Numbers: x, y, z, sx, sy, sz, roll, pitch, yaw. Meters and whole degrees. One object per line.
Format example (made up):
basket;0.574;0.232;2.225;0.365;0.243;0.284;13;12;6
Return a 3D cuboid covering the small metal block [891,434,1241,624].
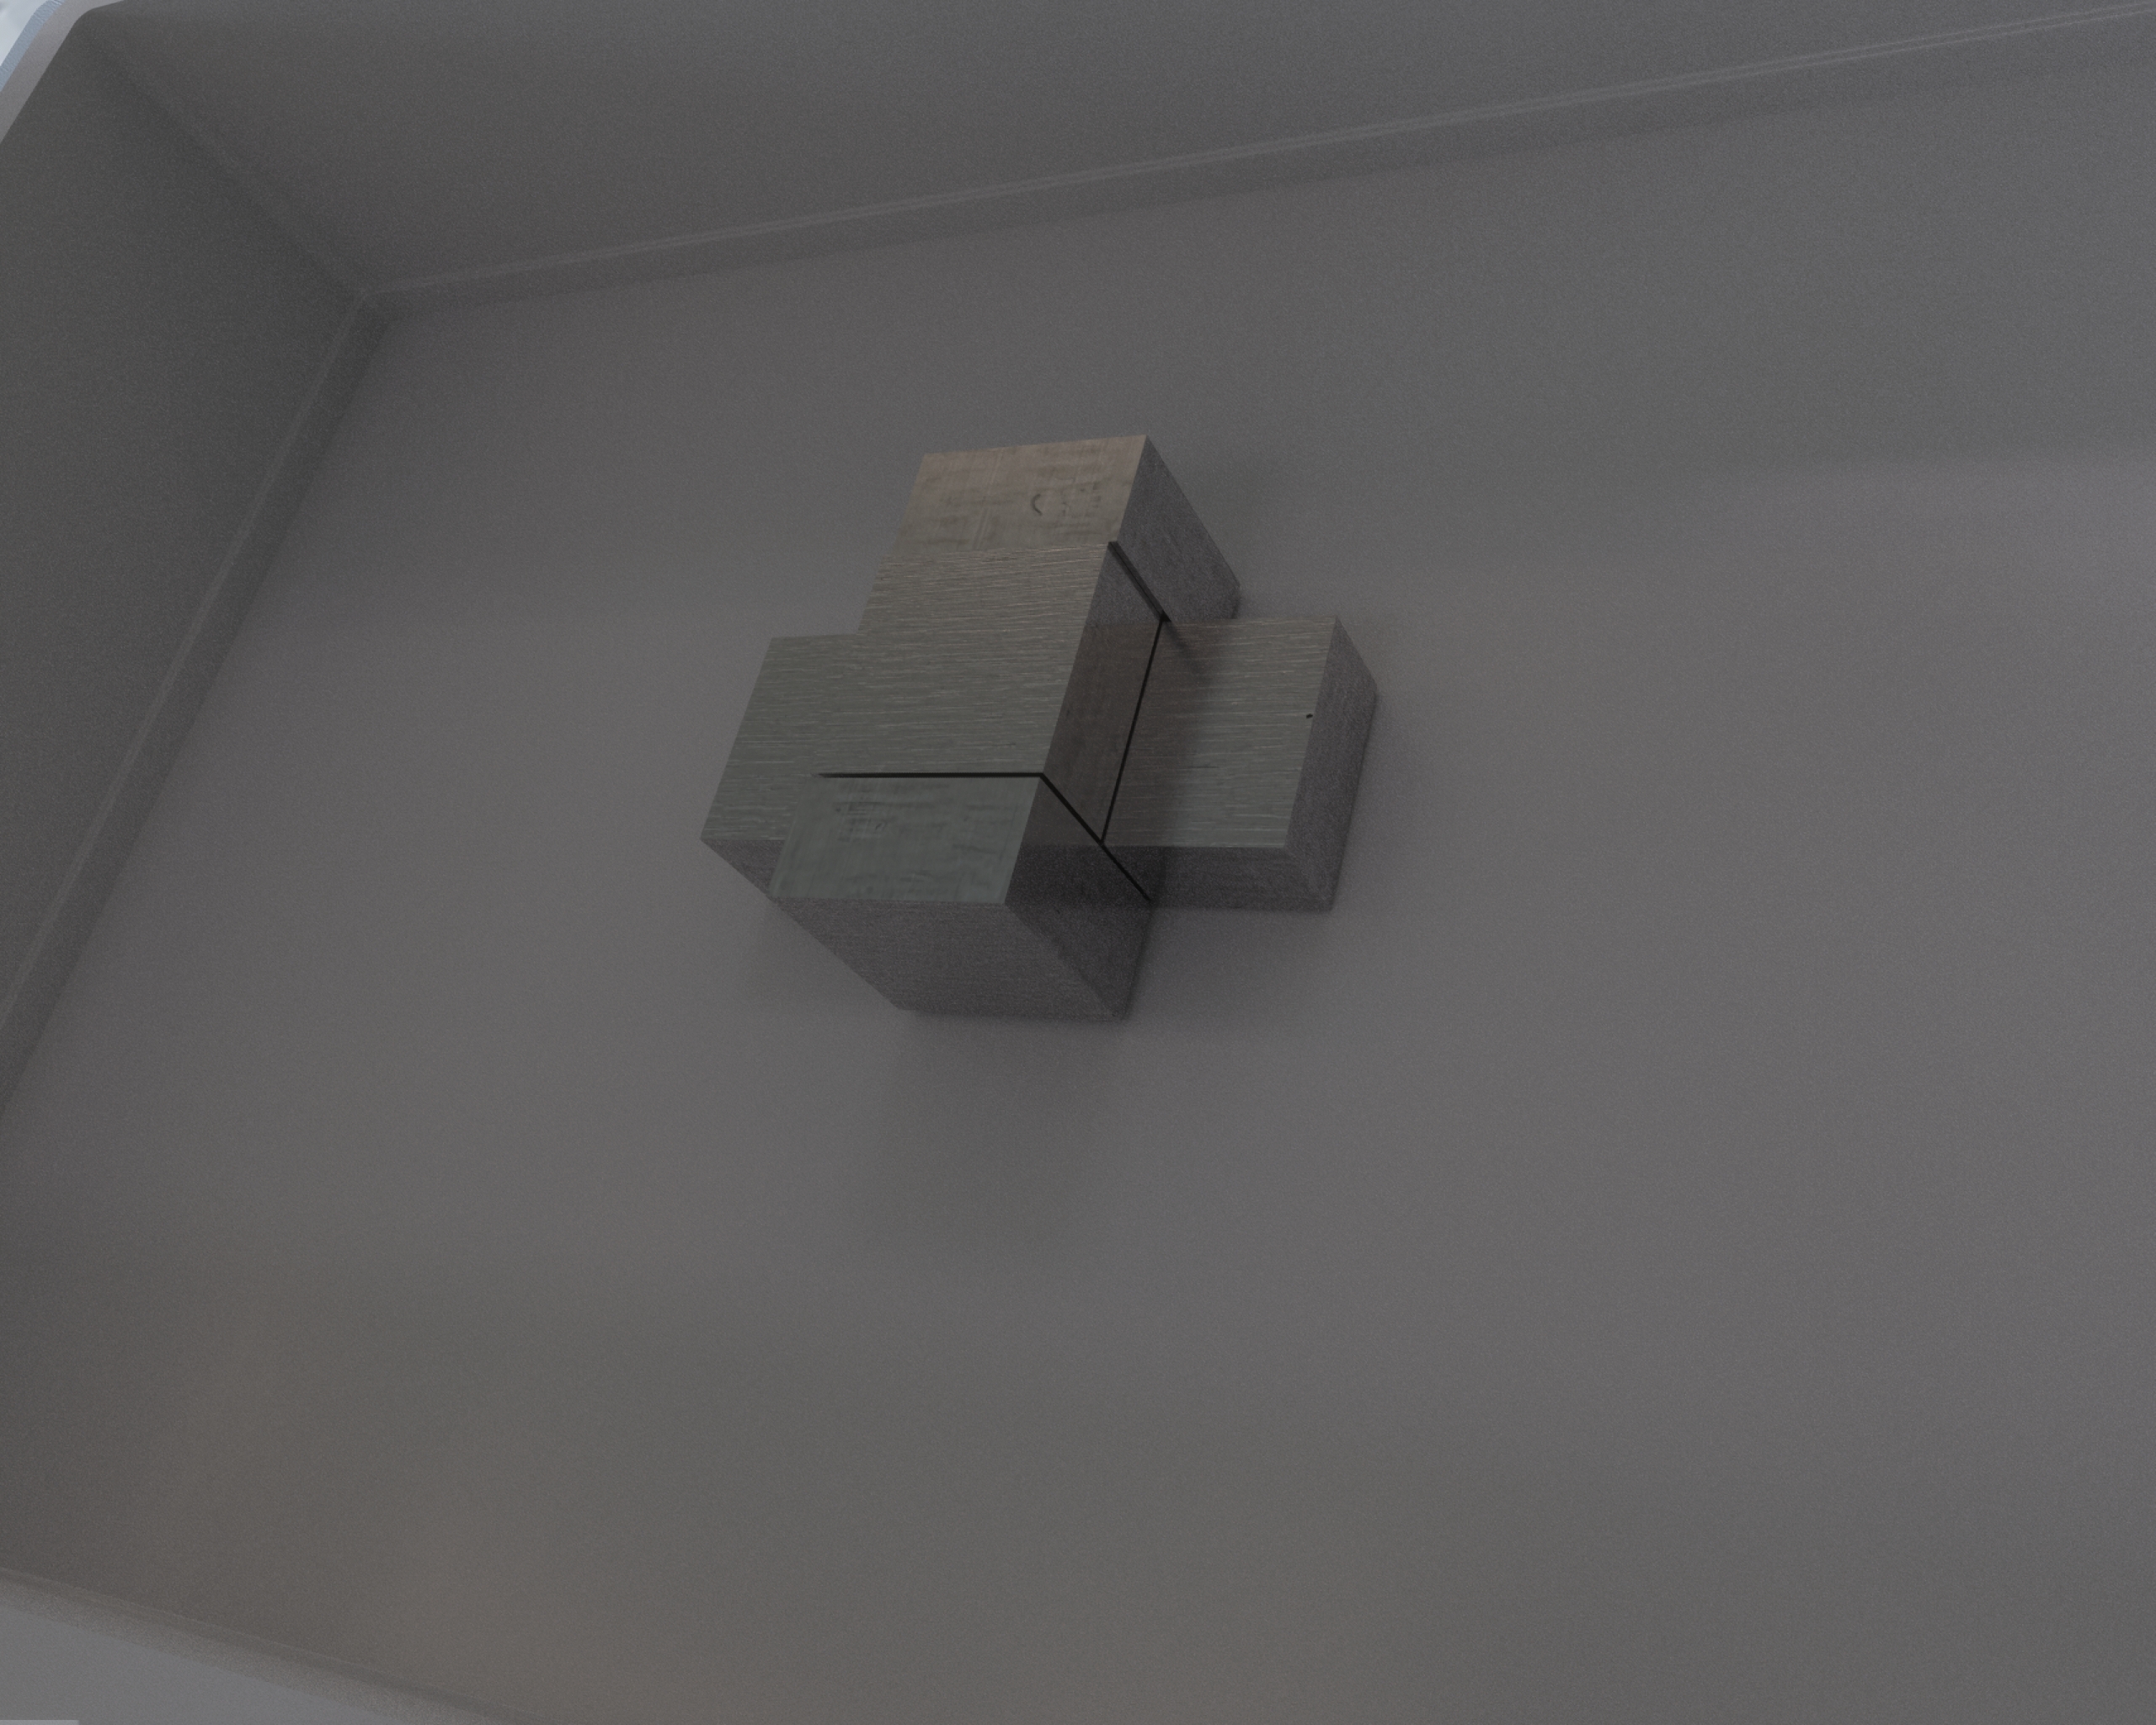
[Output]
small metal block;-0.001;-0.059;0.424;0.050;0.050;0.025;1;62;28

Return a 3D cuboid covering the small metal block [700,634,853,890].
small metal block;-0.045;-0.021;0.439;0.050;0.025;0.050;1;62;28

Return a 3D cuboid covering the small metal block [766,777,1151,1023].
small metal block;-0.021;0.007;0.393;0.050;0.050;0.025;1;62;28

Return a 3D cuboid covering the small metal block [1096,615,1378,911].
small metal block;0.026;-0.019;0.402;0.050;0.025;0.050;1;62;28

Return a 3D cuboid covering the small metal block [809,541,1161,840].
small metal block;-0.017;-0.032;0.399;0.050;0.025;0.050;1;62;28
